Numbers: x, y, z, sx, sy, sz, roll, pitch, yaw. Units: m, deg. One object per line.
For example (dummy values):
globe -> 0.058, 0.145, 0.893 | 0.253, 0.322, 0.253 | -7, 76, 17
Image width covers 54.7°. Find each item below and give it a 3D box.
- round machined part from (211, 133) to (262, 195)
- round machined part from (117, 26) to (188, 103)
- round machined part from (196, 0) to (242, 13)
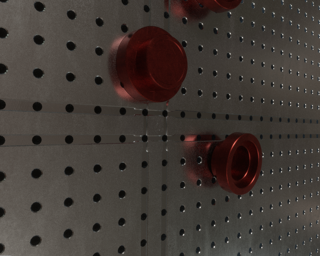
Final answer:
round machined part -> 0.120, 0.055, 0.498 | 0.099, 0.042, 0.097 | -6, 99, -42
round machined part -> -0.003, -0.082, 0.397 | 0.099, 0.042, 0.097 | 0, 90, -40
round machined part -> 0.082, -0.224, 0.469 | 0.099, 0.042, 0.097 | 0, 90, -40
